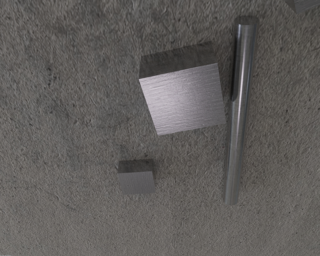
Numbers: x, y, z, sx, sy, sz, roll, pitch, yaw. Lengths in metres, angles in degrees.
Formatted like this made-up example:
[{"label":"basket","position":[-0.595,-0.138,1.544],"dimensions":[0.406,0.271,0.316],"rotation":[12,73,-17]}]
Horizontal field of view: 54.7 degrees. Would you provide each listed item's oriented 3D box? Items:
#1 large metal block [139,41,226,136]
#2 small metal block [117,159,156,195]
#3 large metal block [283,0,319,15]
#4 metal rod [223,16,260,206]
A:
[{"label":"large metal block","position":[0.027,-0.044,0.354],"dimensions":[0.080,0.050,0.080],"rotation":[-11,130,9]},{"label":"small metal block","position":[-0.034,0.075,0.470],"dimensions":[0.050,0.025,0.050],"rotation":[-4,130,3]},{"label":"large metal block","position":[0.140,-0.157,0.259],"dimensions":[0.080,0.050,0.080],"rotation":[-20,128,16]},{"label":"metal rod","position":[0.102,0.004,0.411],"dimensions":[0.025,0.025,0.298],"rotation":[-4,130,3]}]
